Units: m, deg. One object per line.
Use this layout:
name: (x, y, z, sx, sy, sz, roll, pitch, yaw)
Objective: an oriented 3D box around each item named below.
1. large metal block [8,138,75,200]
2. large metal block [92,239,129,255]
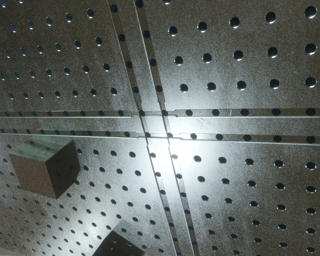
large metal block: (-0.205, 0.070, 0.544, 0.080, 0.050, 0.079, 9, 123, 23)
large metal block: (-0.102, 0.283, 0.622, 0.080, 0.050, 0.079, 32, 128, 7)
